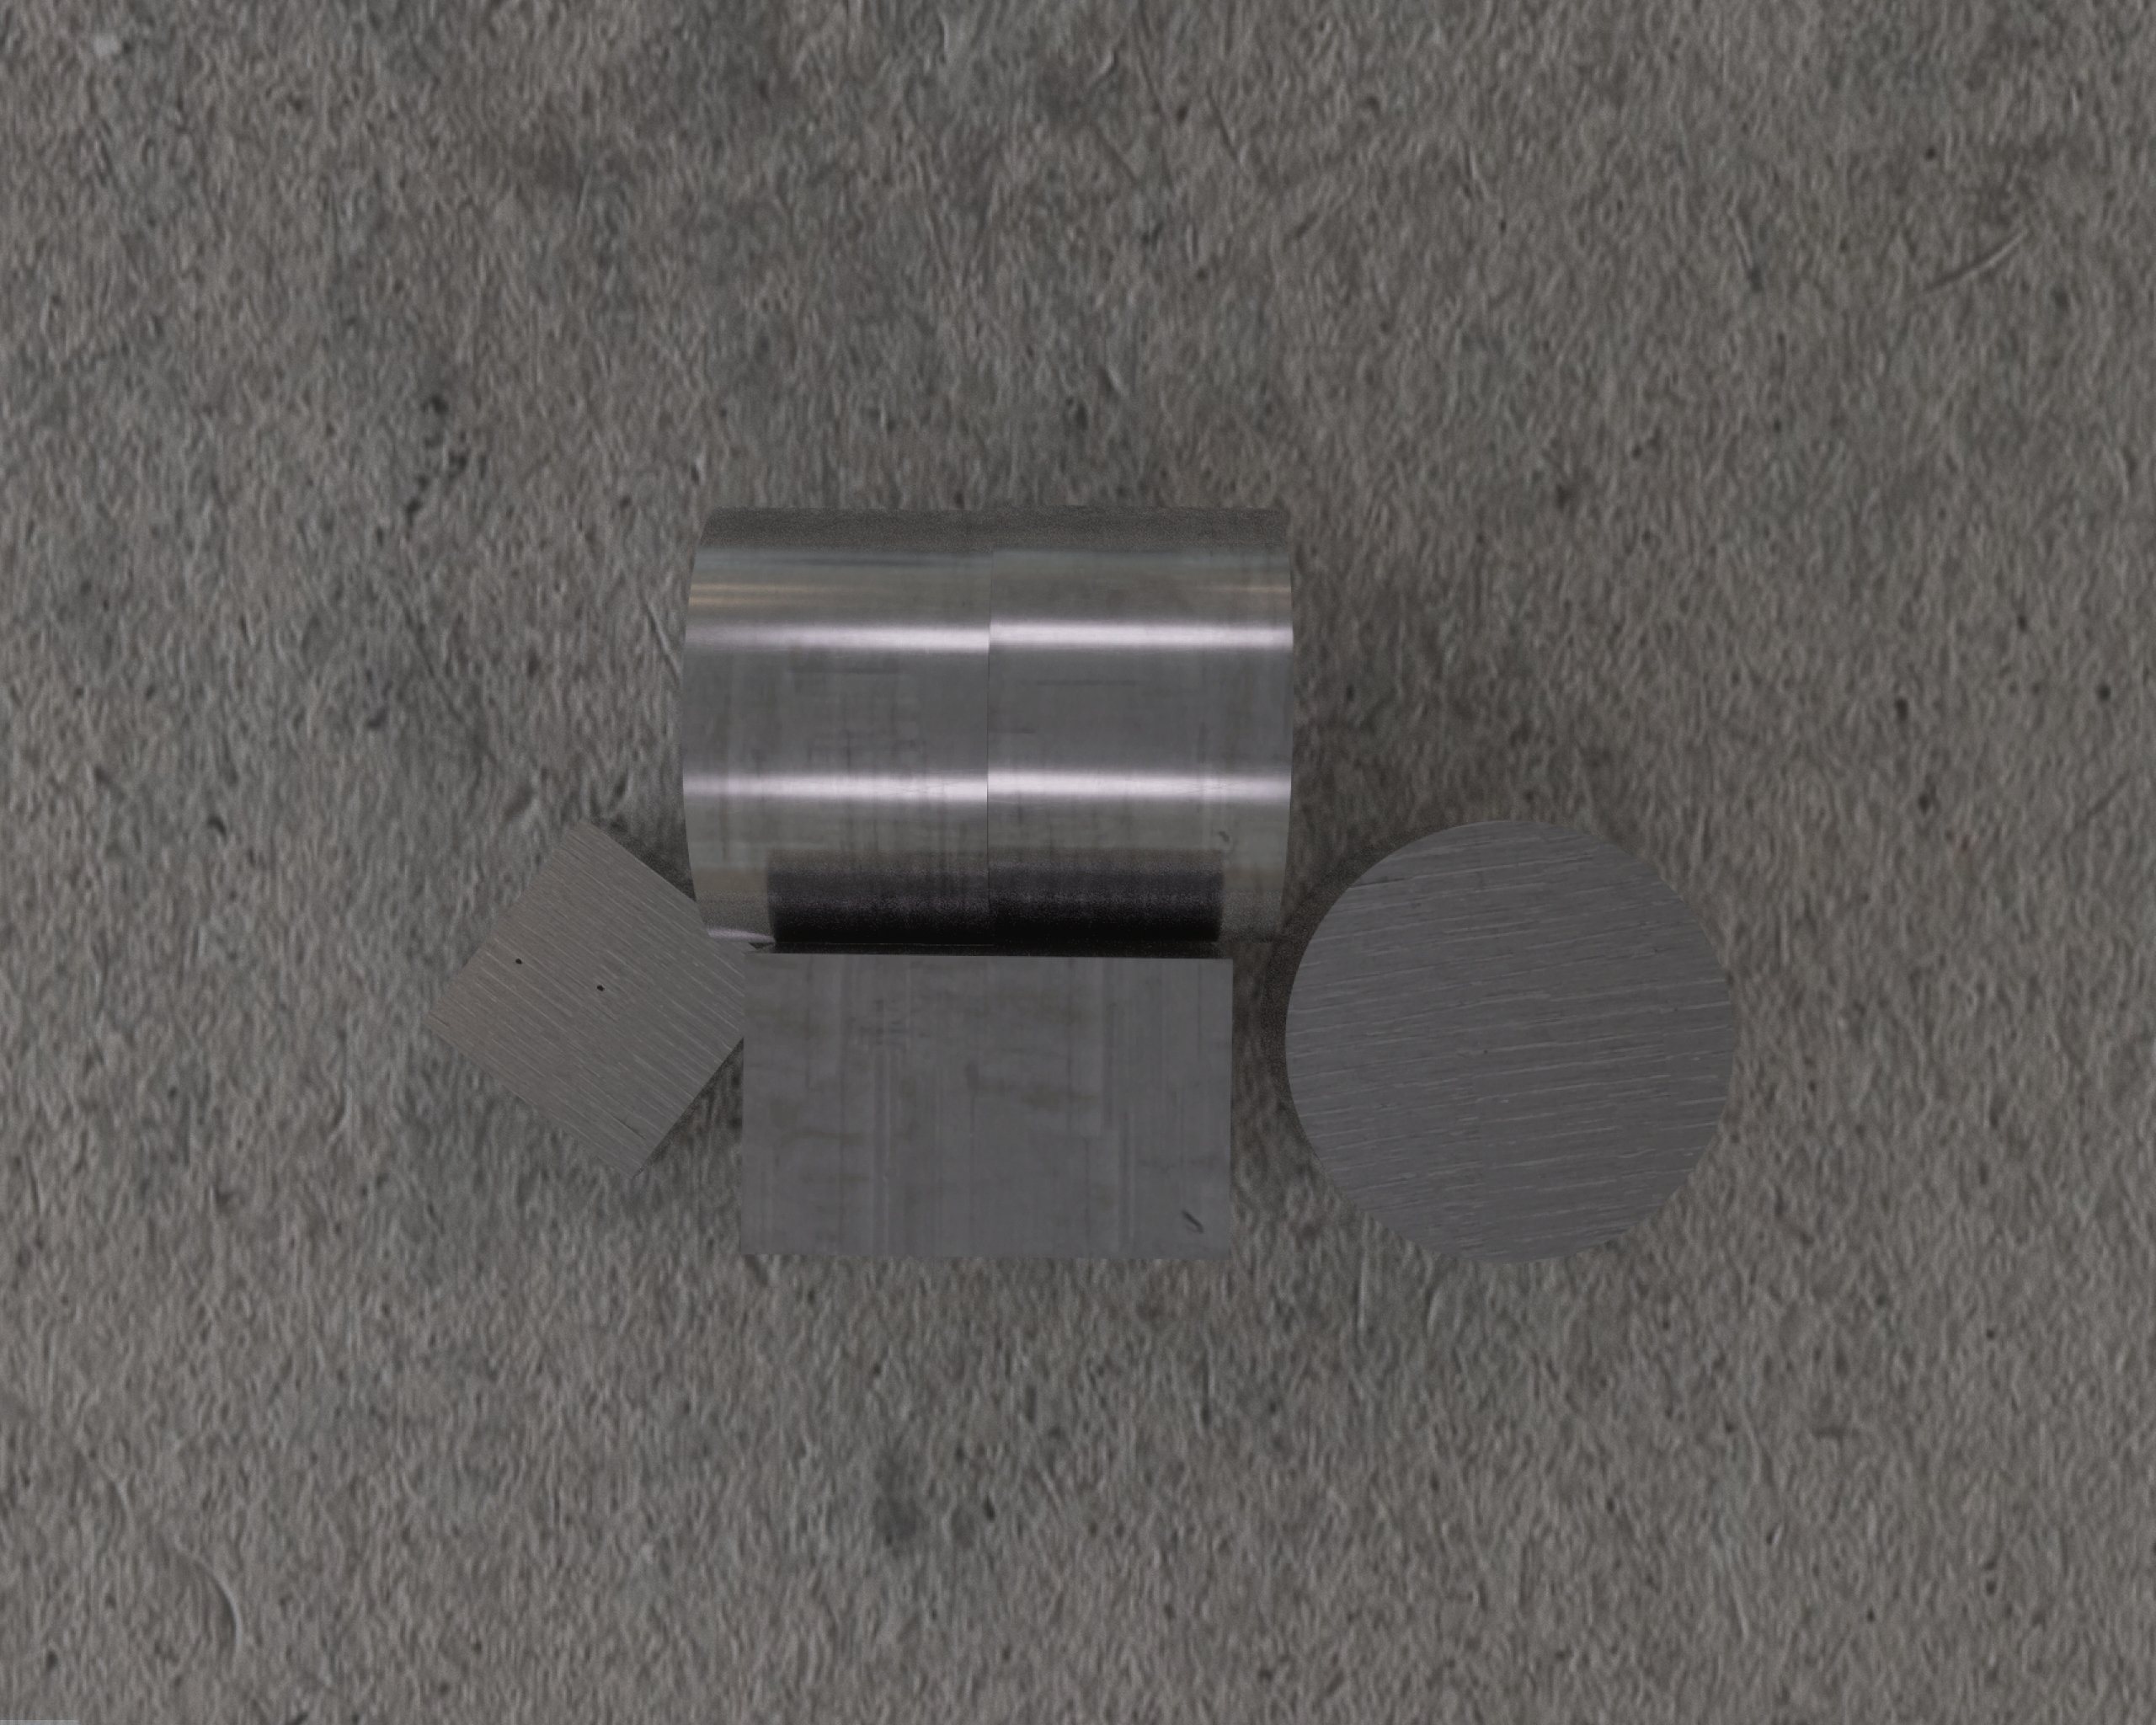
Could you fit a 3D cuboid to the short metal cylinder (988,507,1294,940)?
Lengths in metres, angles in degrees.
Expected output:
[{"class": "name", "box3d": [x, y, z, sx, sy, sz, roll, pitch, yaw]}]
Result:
[{"class": "short metal cylinder", "box3d": [0.010, -0.025, 0.384, 0.050, 0.080, 0.079, 1, 90, 0]}]

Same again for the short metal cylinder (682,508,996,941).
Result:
[{"class": "short metal cylinder", "box3d": [-0.040, -0.025, 0.384, 0.050, 0.080, 0.079, 1, 90, 0]}]

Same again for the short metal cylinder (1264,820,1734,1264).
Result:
[{"class": "short metal cylinder", "box3d": [0.077, 0.032, 0.399, 0.081, 0.050, 0.079, 0, 90, 0]}]

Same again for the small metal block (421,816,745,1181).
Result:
[{"class": "small metal block", "box3d": [-0.090, 0.026, 0.411, 0.050, 0.025, 0.050, 38, 90, 0]}]

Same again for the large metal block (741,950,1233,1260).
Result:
[{"class": "large metal block", "box3d": [-0.015, 0.040, 0.384, 0.081, 0.080, 0.050, 1, 90, 0]}]
